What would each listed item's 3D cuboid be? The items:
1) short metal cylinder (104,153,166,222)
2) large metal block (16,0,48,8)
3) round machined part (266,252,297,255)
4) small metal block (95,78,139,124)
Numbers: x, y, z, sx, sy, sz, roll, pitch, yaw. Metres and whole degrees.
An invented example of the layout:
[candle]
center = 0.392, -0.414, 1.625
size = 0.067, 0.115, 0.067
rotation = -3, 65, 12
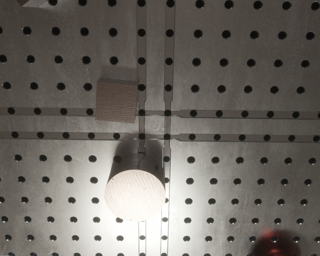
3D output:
[short metal cylinder]
center = -0.033, 0.081, 0.430
size = 0.081, 0.050, 0.079
rotation = 0, 110, -1
[large metal block]
center = -0.135, -0.188, 0.329
size = 0.080, 0.050, 0.080
rotation = -33, 107, 11
[round machined part]
center = 0.195, 0.240, 0.496
size = 0.099, 0.042, 0.097
rotation = 0, 110, -1
[small metal block]
center = -0.055, -0.036, 0.400
size = 0.050, 0.025, 0.050
rotation = 6, 110, -3
